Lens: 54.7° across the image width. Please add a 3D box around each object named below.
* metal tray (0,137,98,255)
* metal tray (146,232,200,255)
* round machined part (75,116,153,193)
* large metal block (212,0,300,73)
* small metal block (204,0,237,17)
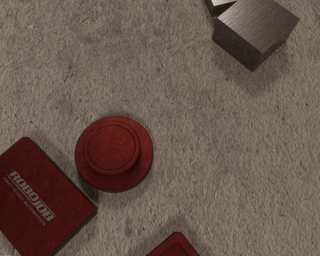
[{"bbox_3d":[-0.152,0.085,0.373,0.130,0.030,0.090,42,75,13],"label":"metal tray"},{"bbox_3d":[-0.002,0.189,0.336,0.131,0.030,0.090,-37,74,-13],"label":"metal tray"},{"bbox_3d":[-0.058,0.029,0.388,0.099,0.042,0.098,0,70,-1],"label":"round machined part"},{"bbox_3d":[0.136,-0.142,0.449,0.080,0.050,0.080,-43,76,-14],"label":"large metal block"},{"bbox_3d":[0.098,-0.207,0.485,0.050,0.025,0.050,-15,71,-6],"label":"small metal block"}]
